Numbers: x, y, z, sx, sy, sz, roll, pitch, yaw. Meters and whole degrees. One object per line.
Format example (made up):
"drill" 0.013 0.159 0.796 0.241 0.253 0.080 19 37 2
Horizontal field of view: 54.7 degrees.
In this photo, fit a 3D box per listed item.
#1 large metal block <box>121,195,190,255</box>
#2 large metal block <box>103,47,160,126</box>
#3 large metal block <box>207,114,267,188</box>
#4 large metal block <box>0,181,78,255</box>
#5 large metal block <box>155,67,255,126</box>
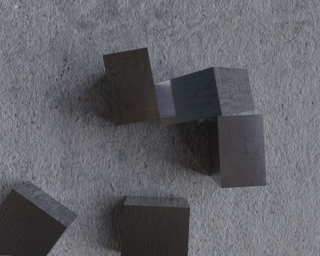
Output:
"large metal block" -0.006 0.134 0.397 0.081 0.050 0.080 3 90 0
"large metal block" -0.031 -0.046 0.382 0.050 0.080 0.080 -10 90 0
"large metal block" 0.091 0.025 0.383 0.050 0.080 0.080 -3 90 0
"large metal block" -0.168 0.128 0.396 0.080 0.050 0.080 36 90 0
"large metal block" 0.054 -0.036 0.366 0.080 0.081 0.050 -10 90 40
